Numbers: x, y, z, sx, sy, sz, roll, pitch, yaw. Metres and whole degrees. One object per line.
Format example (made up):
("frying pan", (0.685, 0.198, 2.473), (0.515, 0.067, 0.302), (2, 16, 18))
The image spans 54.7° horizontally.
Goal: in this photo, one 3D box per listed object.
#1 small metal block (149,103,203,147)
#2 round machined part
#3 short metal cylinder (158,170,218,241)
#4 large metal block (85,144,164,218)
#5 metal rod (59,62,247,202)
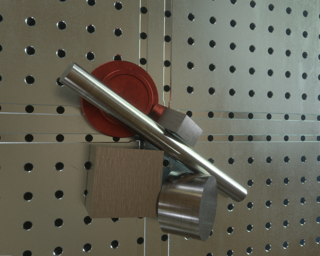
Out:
("small metal block", (0.019, -0.003, 0.397), (0.025, 0.050, 0.050), (-60, 142, -7))
("round machined part", (-0.047, -0.036, 0.387), (0.099, 0.042, 0.097), (0, 90, -21))
("short metal cylinder", (0.038, 0.097, 0.392), (0.080, 0.050, 0.079), (4, 90, -65))
("large metal block", (-0.045, 0.064, 0.381), (0.081, 0.050, 0.080), (5, 88, -20))
("metal rod", (0.012, 0.021, 0.384), (0.301, 0.025, 0.025), (36, 78, -30))
